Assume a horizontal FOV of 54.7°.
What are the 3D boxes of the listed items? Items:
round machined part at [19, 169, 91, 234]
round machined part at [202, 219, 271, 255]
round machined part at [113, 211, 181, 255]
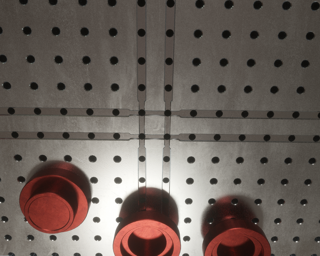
[{"bbox_3d":[-0.152,0.111,0.443,0.099,0.042,0.097,0,110,-1],"label":"round machined part"},{"bbox_3d":[0.113,0.179,0.472,0.099,0.042,0.097,0,110,-1],"label":"round machined part"},{"bbox_3d":[-0.019,0.165,0.465,0.099,0.042,0.097,0,110,-1],"label":"round machined part"}]
